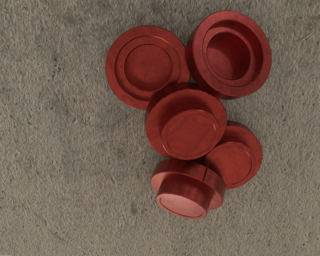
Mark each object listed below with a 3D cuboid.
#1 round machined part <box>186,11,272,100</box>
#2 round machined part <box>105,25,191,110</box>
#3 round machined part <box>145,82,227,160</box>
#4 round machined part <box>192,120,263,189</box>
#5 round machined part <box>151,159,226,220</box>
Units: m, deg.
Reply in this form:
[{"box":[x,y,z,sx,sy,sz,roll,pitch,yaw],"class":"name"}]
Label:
[{"box":[0.075,-0.080,0.359,0.099,0.042,0.097,2,83,-18],"class":"round machined part"},{"box":[-0.013,-0.074,0.375,0.099,0.042,0.097,0,110,-1],"class":"round machined part"},{"box":[0.032,-0.001,0.367,0.099,0.042,0.097,-5,121,-7],"class":"round machined part"},{"box":[0.090,0.042,0.419,0.099,0.042,0.097,0,110,-1],"class":"round machined part"},{"box":[0.033,0.085,0.407,0.098,0.042,0.097,16,145,11],"class":"round machined part"}]
